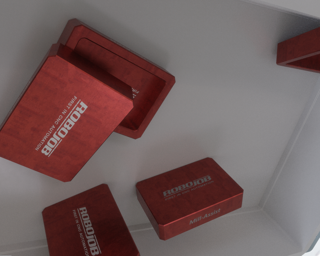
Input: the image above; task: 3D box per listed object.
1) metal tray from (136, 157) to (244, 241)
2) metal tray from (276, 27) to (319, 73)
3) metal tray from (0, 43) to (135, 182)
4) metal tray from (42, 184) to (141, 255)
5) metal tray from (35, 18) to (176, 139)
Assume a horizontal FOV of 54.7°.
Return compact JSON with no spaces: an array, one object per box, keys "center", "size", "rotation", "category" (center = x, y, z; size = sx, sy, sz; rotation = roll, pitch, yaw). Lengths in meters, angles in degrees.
[{"center":[0.041,0.097,0.448],"size":[0.131,0.090,0.030],"rotation":[-17,125,-19],"category":"metal tray"},{"center":[0.238,-0.099,0.417],"size":[0.131,0.090,0.030],"rotation":[6,88,-18],"category":"metal tray"},{"center":[-0.099,-0.009,0.316],"size":[0.090,0.030,0.129],"rotation":[30,116,-27],"category":"metal tray"},{"center":[-0.086,0.133,0.376],"size":[0.091,0.130,0.030],"rotation":[-21,127,-16],"category":"metal tray"},{"center":[-0.057,-0.048,0.344],"size":[0.131,0.030,0.090],"rotation":[23,106,-37],"category":"metal tray"}]
